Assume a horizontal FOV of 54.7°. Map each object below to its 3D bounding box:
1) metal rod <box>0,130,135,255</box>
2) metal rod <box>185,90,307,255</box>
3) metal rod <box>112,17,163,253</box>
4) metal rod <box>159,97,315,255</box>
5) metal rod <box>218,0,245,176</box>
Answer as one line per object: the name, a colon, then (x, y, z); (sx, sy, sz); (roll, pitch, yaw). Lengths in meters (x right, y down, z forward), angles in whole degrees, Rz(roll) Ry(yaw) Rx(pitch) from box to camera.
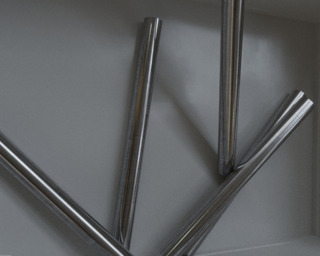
metal rod: (-0.135, 0.062, 0.347); (0.300, 0.025, 0.025); (46, 75, -9)
metal rod: (0.128, 0.059, 0.459); (0.025, 0.025, 0.300); (44, 76, -15)
metal rod: (-0.030, 0.006, 0.400); (0.025, 0.025, 0.298); (9, 87, -20)
metal rod: (0.113, 0.066, 0.430); (0.301, 0.025, 0.025); (-44, 104, -12)
metal rod: (0.085, -0.067, 0.377); (0.025, 0.025, 0.298); (-16, 121, -20)
